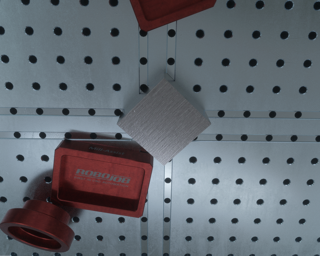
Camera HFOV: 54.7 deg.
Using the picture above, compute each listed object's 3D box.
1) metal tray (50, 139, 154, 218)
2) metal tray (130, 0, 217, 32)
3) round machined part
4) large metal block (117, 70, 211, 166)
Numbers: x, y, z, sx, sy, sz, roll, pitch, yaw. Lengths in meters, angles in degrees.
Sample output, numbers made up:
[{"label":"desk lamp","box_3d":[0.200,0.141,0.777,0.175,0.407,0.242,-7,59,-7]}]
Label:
[{"label":"metal tray","box_3d":[-0.081,0.072,0.436,0.131,0.030,0.089,10,110,-4]},{"label":"metal tray","box_3d":[0.000,-0.184,0.342,0.090,0.030,0.129,-19,109,6]},{"label":"round machined part","box_3d":[-0.167,0.136,0.438,0.098,0.042,0.097,9,141,8]},{"label":"large metal block","box_3d":[0.005,-0.013,0.395,0.080,0.050,0.080,43,104,-14]}]
